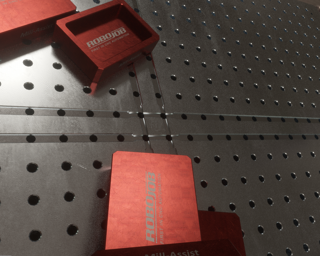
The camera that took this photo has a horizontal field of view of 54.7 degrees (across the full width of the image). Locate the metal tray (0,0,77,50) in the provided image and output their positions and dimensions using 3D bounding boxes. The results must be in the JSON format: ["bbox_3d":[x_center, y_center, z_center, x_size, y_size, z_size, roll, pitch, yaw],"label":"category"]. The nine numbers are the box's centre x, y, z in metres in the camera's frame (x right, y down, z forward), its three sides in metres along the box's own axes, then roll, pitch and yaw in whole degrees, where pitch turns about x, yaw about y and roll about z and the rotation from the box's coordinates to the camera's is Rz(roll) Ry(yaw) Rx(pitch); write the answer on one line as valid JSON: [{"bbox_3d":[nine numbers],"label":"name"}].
[{"bbox_3d":[-0.188,-0.159,0.401,0.090,0.030,0.131,48,51,5],"label":"metal tray"}]

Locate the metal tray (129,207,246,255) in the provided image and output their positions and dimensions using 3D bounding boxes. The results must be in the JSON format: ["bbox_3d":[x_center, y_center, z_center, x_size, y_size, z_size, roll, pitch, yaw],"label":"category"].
[{"bbox_3d":[0.033,0.138,0.340,0.131,0.030,0.090,11,57,-23],"label":"metal tray"}]

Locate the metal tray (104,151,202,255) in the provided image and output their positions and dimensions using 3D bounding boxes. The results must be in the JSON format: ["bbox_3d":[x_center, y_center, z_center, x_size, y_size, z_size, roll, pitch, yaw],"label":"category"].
[{"bbox_3d":[-0.008,0.086,0.320,0.091,0.030,0.130,5,48,-9],"label":"metal tray"}]

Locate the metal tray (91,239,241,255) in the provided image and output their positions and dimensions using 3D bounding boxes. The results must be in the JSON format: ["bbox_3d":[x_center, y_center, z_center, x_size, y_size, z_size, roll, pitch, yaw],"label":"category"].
[{"bbox_3d":[0.004,0.148,0.270,0.131,0.089,0.030,2,17,-18],"label":"metal tray"}]

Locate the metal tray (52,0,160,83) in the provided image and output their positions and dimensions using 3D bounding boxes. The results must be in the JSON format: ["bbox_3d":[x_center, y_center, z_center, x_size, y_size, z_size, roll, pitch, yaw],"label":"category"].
[{"bbox_3d":[-0.073,-0.130,0.445,0.090,0.030,0.131,46,51,4],"label":"metal tray"}]
